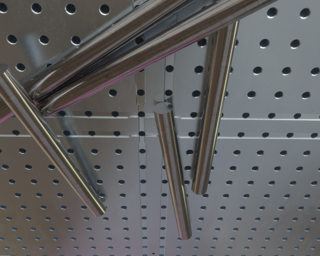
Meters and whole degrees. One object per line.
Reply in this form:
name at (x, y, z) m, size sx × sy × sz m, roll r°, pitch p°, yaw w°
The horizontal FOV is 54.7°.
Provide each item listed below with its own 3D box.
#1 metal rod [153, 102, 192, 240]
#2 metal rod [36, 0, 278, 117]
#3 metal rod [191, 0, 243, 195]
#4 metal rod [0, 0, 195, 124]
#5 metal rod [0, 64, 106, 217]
metal rod at (0.026, 0.087, 0.485) m, size 0.025 × 0.025 × 0.298 m, roll -7°, pitch 130°, yaw 5°
metal rod at (-0.018, -0.076, 0.326) m, size 0.300 × 0.025 × 0.025 m, roll -22°, pitch 127°, yaw 24°
metal rod at (0.066, -0.016, 0.398) m, size 0.025 × 0.025 × 0.298 m, roll 1°, pitch 130°, yaw -1°
metal rod at (-0.084, -0.078, 0.343) m, size 0.300 × 0.025 × 0.025 m, roll -26°, pitch 126°, yaw 20°
metal rod at (-0.136, 0.041, 0.424) m, size 0.025 × 0.025 × 0.299 m, roll -10°, pitch 136°, yaw 8°
